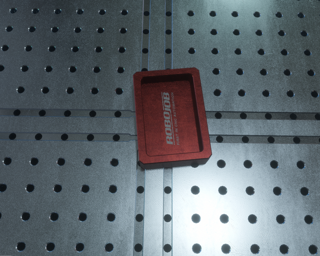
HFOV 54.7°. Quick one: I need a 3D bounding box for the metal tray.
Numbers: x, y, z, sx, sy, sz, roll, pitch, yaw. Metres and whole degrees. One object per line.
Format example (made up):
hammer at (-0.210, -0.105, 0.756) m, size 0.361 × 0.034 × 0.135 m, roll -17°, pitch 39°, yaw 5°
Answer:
metal tray at (0.014, -0.015, 0.414) m, size 0.091 × 0.030 × 0.129 m, roll -5°, pitch 70°, yaw -2°
